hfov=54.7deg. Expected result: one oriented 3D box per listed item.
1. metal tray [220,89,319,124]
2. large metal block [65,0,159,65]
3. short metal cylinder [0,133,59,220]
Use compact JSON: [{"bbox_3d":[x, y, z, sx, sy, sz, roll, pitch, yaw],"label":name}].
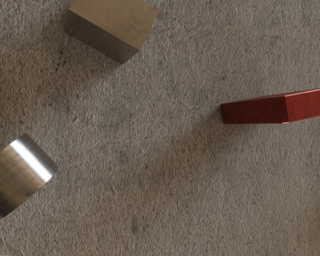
[{"bbox_3d":[0.152,-0.028,0.410,0.091,0.130,0.030,-11,94,-20],"label":"metal tray"},{"bbox_3d":[-0.059,-0.122,0.358,0.080,0.080,0.050,27,81,-18],"label":"large metal block"},{"bbox_3d":[-0.155,0.049,0.323,0.080,0.080,0.050,-42,103,-15],"label":"short metal cylinder"}]
